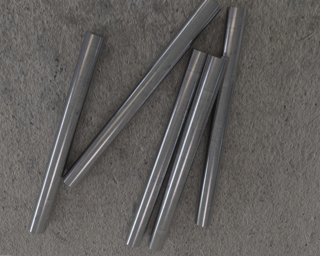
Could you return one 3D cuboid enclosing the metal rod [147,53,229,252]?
[{"bbox_3d":[0.030,0.049,0.417,0.025,0.025,0.298,14,113,-5],"label":"metal rod"}]

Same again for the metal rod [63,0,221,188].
[{"bbox_3d":[-0.032,-0.035,0.396,0.025,0.025,0.299,37,106,-13],"label":"metal rod"}]

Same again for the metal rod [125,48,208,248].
[{"bbox_3d":[0.005,0.040,0.424,0.025,0.025,0.298,17,109,-6],"label":"metal rod"}]

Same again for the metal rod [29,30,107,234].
[{"bbox_3d":[-0.129,0.019,0.415,0.025,0.025,0.298,20,109,-7],"label":"metal rod"}]

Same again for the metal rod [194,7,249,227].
[{"bbox_3d":[0.077,0.000,0.410,0.025,0.025,0.298,5,110,-2],"label":"metal rod"}]
